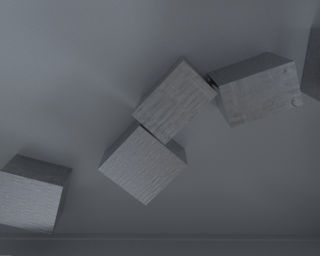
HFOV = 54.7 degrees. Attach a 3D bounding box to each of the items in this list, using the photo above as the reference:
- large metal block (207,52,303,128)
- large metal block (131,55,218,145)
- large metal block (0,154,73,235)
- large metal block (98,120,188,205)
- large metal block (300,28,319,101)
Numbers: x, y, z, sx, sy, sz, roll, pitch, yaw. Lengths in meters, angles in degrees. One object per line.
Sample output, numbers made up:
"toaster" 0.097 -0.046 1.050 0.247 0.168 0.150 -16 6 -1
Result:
"large metal block" 0.107 -0.048 0.366 0.080 0.080 0.050 -18 109 6
"large metal block" 0.017 -0.037 0.367 0.050 0.080 0.080 43 105 -9
"large metal block" -0.175 0.092 0.429 0.080 0.050 0.079 16 109 -6
"large metal block" -0.022 0.041 0.413 0.080 0.050 0.080 41 105 -14
"large metal block" 0.210 -0.072 0.358 0.050 0.080 0.079 1 110 -1
